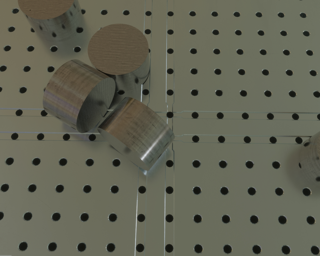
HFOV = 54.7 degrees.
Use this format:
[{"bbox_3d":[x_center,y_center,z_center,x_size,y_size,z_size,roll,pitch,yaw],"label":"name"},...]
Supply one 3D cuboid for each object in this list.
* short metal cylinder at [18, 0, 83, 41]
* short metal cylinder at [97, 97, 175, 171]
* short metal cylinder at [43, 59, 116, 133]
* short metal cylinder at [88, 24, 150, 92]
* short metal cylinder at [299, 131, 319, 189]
[{"bbox_3d":[-0.161,-0.178,0.462,0.081,0.050,0.080,0,70,0],"label":"short metal cylinder"},{"bbox_3d":[-0.029,0.008,0.379,0.080,0.080,0.050,36,74,12],"label":"short metal cylinder"},{"bbox_3d":[-0.101,-0.040,0.396,0.050,0.080,0.080,30,73,10],"label":"short metal cylinder"},{"bbox_3d":[-0.055,-0.097,0.433,0.081,0.050,0.080,0,70,0],"label":"short metal cylinder"},{"bbox_3d":[0.225,0.037,0.386,0.081,0.050,0.080,0,70,0],"label":"short metal cylinder"}]
